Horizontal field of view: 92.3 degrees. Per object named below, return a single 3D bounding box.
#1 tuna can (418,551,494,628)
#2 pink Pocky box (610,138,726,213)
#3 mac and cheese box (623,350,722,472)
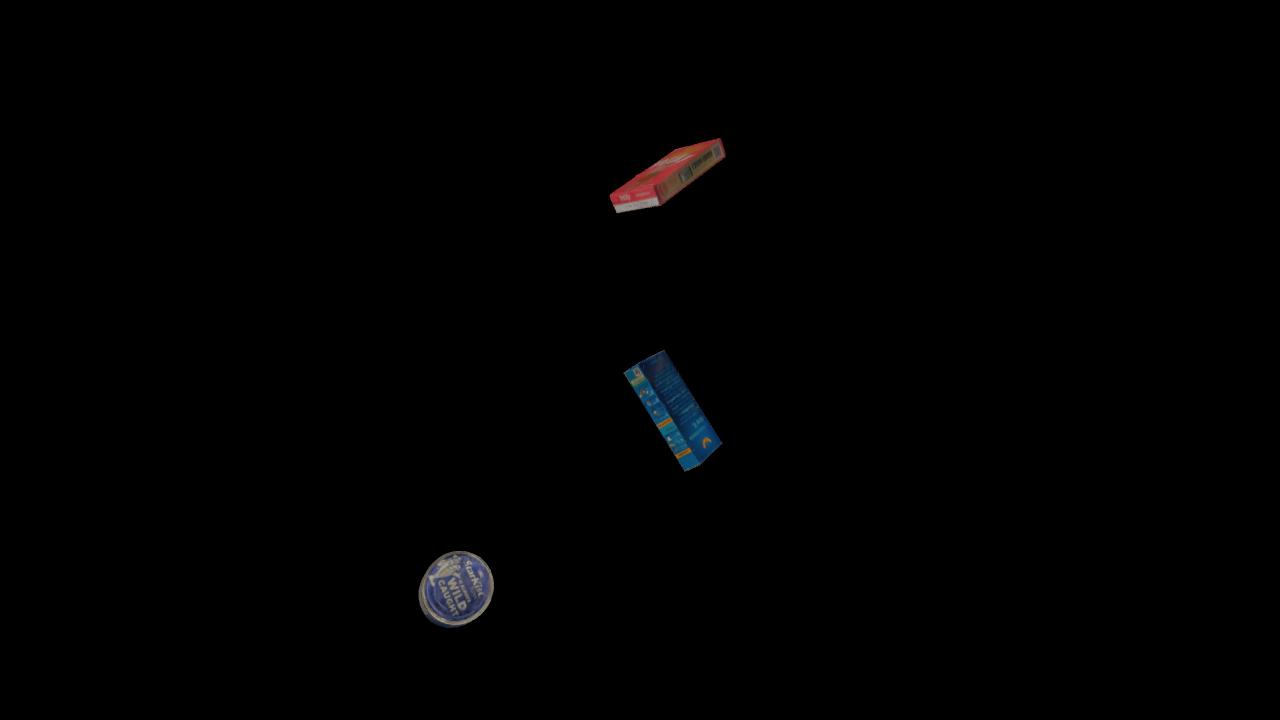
[{"bbox_3d":[-0.221,0.275,0.738,0.084,0.084,0.034,0,-28,-28],"label":"tuna can"},{"bbox_3d":[0.038,-0.244,0.813,0.084,0.029,0.155,5,39,46],"label":"pink Pocky box"},{"bbox_3d":[0.055,0.079,0.993,0.041,0.184,0.093,-33,-3,33],"label":"mac and cheese box"}]
